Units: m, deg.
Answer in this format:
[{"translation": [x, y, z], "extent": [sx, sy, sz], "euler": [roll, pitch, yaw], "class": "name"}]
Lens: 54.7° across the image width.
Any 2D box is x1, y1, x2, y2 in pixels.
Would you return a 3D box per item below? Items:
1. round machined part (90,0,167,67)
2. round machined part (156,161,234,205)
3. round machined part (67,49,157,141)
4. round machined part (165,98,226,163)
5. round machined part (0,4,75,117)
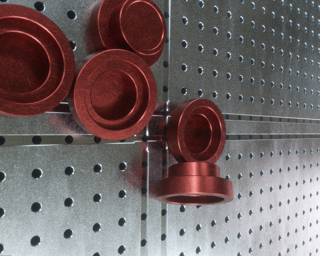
[{"translation": [-0.031, -0.118, 0.374], "extent": [0.099, 0.042, 0.097], "euler": [0, 90, -40], "class": "round machined part"}, {"translation": [0.045, 0.073, 0.405], "extent": [0.099, 0.098, 0.042], "euler": [20, 61, -39], "class": "round machined part"}, {"translation": [-0.055, -0.037, 0.346], "extent": [0.099, 0.042, 0.097], "euler": [-8, 103, -34], "class": "round machined part"}, {"translation": [0.047, 0.008, 0.440], "extent": [0.099, 0.042, 0.097], "euler": [0, 90, -40], "class": "round machined part"}, {"translation": [-0.134, -0.059, 0.287], "extent": [0.099, 0.042, 0.097], "euler": [0, 90, -40], "class": "round machined part"}]
